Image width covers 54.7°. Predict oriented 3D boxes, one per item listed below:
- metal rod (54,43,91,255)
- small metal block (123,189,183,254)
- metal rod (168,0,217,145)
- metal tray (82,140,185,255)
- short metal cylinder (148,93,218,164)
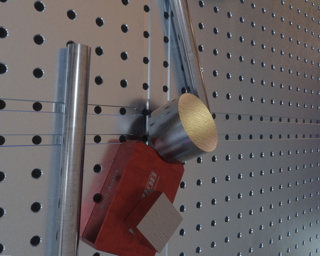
[{"bbox_3d":[-0.095,0.061,0.330,0.025,0.025,0.298,5,87,-40],"label":"metal rod"},{"bbox_3d":[-0.006,0.109,0.366,0.050,0.025,0.050,-49,119,-29],"label":"small metal block"},{"bbox_3d":[0.041,-0.114,0.444,0.025,0.025,0.298,-23,105,-38],"label":"metal rod"},{"bbox_3d":[-0.028,0.090,0.385,0.090,0.030,0.130,33,69,-35],"label":"metal tray"},{"bbox_3d":[0.031,0.002,0.402,0.080,0.050,0.080,31,46,-37],"label":"short metal cylinder"}]
